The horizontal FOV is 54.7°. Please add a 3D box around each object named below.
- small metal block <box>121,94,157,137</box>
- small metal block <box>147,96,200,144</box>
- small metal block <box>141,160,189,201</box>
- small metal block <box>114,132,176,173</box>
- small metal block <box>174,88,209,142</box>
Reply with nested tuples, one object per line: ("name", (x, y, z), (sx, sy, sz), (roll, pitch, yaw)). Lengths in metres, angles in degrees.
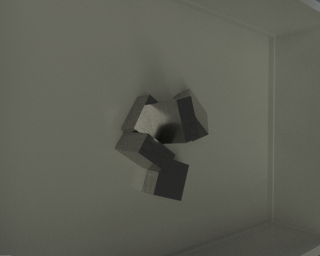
("small metal block", (-0.014, -0.007, 0.394), (0.050, 0.025, 0.050), (39, 61, -33))
("small metal block", (0.016, -0.009, 0.371), (0.025, 0.050, 0.050), (-19, 99, -42))
("small metal block", (0.008, 0.067, 0.416), (0.050, 0.025, 0.050), (23, 76, -38))
("small metal block", (-0.018, 0.029, 0.377), (0.050, 0.050, 0.025), (40, 67, -34))
("small metal block", (0.043, -0.018, 0.430), (0.050, 0.025, 0.050), (50, 27, -29))
